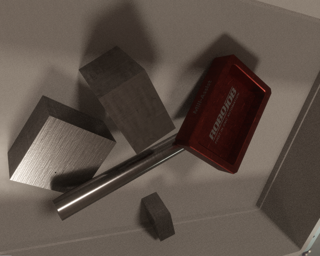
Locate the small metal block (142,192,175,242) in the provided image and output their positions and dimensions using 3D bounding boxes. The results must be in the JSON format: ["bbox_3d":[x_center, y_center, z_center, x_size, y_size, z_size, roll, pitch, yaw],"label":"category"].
[{"bbox_3d":[-0.002,0.136,0.477,0.025,0.050,0.050,-23,127,-15],"label":"small metal block"}]

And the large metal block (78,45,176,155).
[{"bbox_3d":[-0.036,-0.032,0.335,0.050,0.080,0.080,-34,129,-6],"label":"large metal block"}]

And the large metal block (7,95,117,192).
[{"bbox_3d":[-0.110,0.022,0.347,0.080,0.050,0.080,27,104,-38],"label":"large metal block"}]

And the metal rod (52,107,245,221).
[{"bbox_3d":[0.011,0.026,0.395,0.302,0.025,0.025,-27,129,-26],"label":"metal rod"}]

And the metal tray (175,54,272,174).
[{"bbox_3d":[0.086,-0.017,0.403,0.090,0.030,0.130,33,77,-29],"label":"metal tray"}]
